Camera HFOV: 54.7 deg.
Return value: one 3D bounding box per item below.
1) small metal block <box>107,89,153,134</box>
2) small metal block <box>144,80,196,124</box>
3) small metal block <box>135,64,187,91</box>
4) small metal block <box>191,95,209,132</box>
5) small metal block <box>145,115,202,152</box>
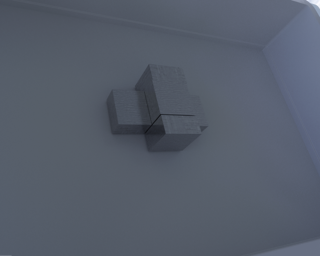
[{"bbox_3d":[-0.037,-0.020,0.395,0.050,0.025,0.050,1,61,-28],"label":"small metal block"},{"bbox_3d":[0.012,-0.032,0.396,0.050,0.025,0.050,1,61,-28],"label":"small metal block"},{"bbox_3d":[0.000,-0.059,0.423,0.050,0.050,0.025,1,62,-28],"label":"small metal block"},{"bbox_3d":[0.034,-0.019,0.433,0.050,0.025,0.050,1,61,-28],"label":"small metal block"},{"bbox_3d":[0.016,0.007,0.389,0.050,0.050,0.025,1,62,-28],"label":"small metal block"}]
